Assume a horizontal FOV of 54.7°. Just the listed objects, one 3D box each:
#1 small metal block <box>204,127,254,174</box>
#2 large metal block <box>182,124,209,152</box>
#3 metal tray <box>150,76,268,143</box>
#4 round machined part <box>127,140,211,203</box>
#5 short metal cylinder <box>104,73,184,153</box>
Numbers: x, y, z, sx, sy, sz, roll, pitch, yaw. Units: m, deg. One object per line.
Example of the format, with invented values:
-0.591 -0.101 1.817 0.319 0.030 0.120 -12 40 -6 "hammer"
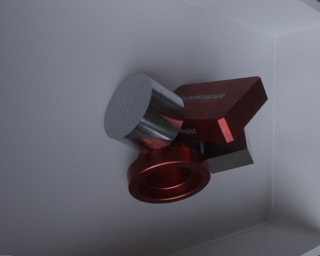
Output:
0.080 0.022 0.369 0.025 0.050 0.050 58 25 -33 "small metal block"
0.065 0.012 0.435 0.081 0.050 0.079 -18 107 -39 "large metal block"
0.052 -0.023 0.381 0.090 0.130 0.030 -43 117 -32 "metal tray"
0.009 0.051 0.379 0.098 0.098 0.042 26 38 -38 "round machined part"
-0.019 -0.015 0.354 0.050 0.080 0.080 29 72 -37 "short metal cylinder"
